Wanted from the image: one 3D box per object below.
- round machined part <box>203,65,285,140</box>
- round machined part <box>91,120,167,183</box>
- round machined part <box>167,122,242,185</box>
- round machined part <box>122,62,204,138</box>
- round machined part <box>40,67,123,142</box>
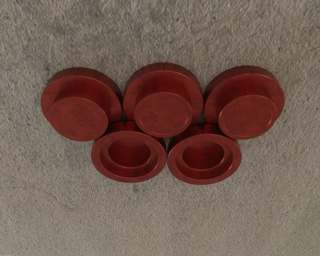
[{"bbox_3d":[0.103,-0.024,0.379,0.099,0.042,0.097,-1,130,0],"label":"round machined part"},{"bbox_3d":[-0.041,0.027,0.420,0.099,0.042,0.097,-1,130,0],"label":"round machined part"},{"bbox_3d":[0.058,0.031,0.425,0.099,0.042,0.097,-1,130,0],"label":"round machined part"},{"bbox_3d":[0.004,-0.027,0.375,0.099,0.042,0.097,-1,130,0],"label":"round machined part"},{"bbox_3d":[-0.095,-0.022,0.378,0.099,0.042,0.097,-1,130,0],"label":"round machined part"}]
